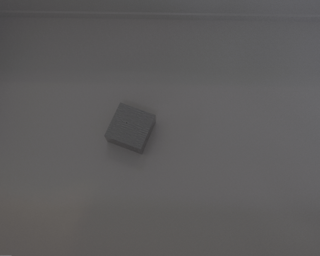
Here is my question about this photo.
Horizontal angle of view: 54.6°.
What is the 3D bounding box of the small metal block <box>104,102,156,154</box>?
[{"bbox_3d":[-0.038,0.001,0.409,0.050,0.025,0.050,20,71,7],"label":"small metal block"}]
